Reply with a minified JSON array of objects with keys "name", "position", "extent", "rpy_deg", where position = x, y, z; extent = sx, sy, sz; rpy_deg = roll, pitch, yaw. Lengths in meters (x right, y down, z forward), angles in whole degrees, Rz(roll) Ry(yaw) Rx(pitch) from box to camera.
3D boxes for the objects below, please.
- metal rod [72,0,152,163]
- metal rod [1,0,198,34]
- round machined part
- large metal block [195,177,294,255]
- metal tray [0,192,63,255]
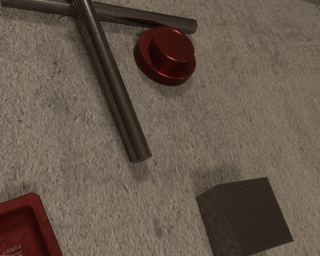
[{"name":"metal rod","position":[-0.076,-0.097,0.403],"extent":[0.025,0.025,0.299],"rpy_deg":[-14,75,-34]},{"name":"metal rod","position":[-0.073,-0.175,0.472],"extent":[0.303,0.025,0.025],"rpy_deg":[-2,63,-29]},{"name":"round machined part","position":[0.013,-0.115,0.472],"extent":[0.099,0.042,0.098],"rpy_deg":[14,56,-21]},{"name":"large metal block","position":[0.101,0.110,0.377],"extent":[0.081,0.050,0.080],"rpy_deg":[-2,63,-30]},{"name":"metal tray","position":[-0.150,0.118,0.247],"extent":[0.131,0.030,0.090],"rpy_deg":[-17,71,-35]}]
